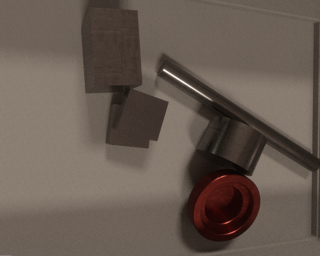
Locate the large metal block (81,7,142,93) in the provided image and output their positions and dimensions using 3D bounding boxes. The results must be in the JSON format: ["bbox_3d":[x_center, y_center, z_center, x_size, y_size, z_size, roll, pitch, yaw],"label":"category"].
[{"bbox_3d":[-0.059,-0.085,0.360,0.050,0.080,0.079,-4,92,-20],"label":"large metal block"}]

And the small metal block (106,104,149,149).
[{"bbox_3d":[-0.039,-0.002,0.397,0.050,0.025,0.050,8,88,-20],"label":"small metal block"}]

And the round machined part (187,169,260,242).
[{"bbox_3d":[0.083,0.101,0.426,0.099,0.042,0.097,-4,105,-16],"label":"round machined part"}]

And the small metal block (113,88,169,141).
[{"bbox_3d":[-0.023,-0.015,0.376,0.050,0.025,0.050,18,84,-20],"label":"small metal block"}]

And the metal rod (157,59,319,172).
[{"bbox_3d":[0.128,-0.010,0.459,0.301,0.025,0.025,29,80,-18],"label":"metal rod"}]

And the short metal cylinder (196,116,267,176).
[{"bbox_3d":[0.096,0.025,0.418,0.080,0.080,0.050,30,80,-18],"label":"short metal cylinder"}]
